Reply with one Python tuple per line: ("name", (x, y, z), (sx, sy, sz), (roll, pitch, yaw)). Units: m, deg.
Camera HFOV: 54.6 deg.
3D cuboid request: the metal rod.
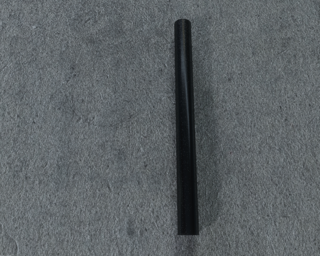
("metal rod", (0.034, -0.015, 0.413), (0.025, 0.025, 0.299), (0, 70, 0))
